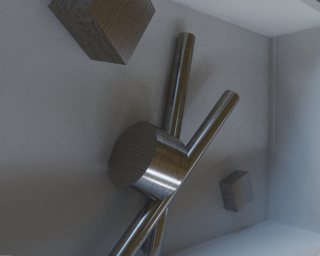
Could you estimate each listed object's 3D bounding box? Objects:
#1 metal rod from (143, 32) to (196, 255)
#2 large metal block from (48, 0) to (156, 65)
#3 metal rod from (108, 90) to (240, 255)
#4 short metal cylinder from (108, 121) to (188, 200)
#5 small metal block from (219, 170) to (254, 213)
[{"bbox_3d":[0.014,0.016,0.420,0.025,0.025,0.298,16,80,-39],"label":"metal rod"},{"bbox_3d":[-0.055,-0.126,0.326,0.080,0.050,0.080,-66,151,-19],"label":"large metal block"},{"bbox_3d":[0.021,0.061,0.392,0.301,0.025,0.025,-52,121,-25],"label":"metal rod"},{"bbox_3d":[-0.015,0.038,0.360,0.050,0.080,0.080,31,71,-36],"label":"short metal cylinder"},{"bbox_3d":[0.129,0.105,0.518,0.050,0.025,0.050,-24,105,-38],"label":"small metal block"}]
